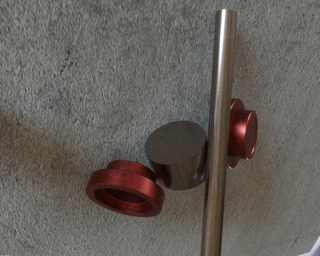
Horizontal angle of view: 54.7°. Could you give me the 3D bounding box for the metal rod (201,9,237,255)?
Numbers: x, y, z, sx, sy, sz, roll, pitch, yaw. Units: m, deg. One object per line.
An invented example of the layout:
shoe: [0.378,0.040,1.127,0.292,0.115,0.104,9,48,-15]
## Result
metal rod: [0.071,0.011,0.377,0.025,0.025,0.298,1,94,-30]

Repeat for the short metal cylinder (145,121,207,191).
short metal cylinder: [0.026,0.035,0.409,0.080,0.080,0.050,-28,128,-11]

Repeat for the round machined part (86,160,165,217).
round machined part: [-0.042,0.076,0.400,0.098,0.042,0.098,10,146,7]

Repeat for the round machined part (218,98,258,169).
round machined part: [0.107,0.008,0.429,0.099,0.042,0.097,-18,111,-58]
